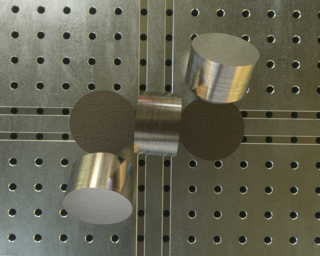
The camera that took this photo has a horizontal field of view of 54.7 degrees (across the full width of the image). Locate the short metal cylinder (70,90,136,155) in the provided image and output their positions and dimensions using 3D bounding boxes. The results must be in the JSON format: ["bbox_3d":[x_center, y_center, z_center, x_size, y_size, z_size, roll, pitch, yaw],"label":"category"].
[{"bbox_3d":[-0.069,-0.006,0.399,0.081,0.050,0.079,0,90,-1],"label":"short metal cylinder"}]

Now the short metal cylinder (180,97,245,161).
[{"bbox_3d":[0.063,0.000,0.401,0.081,0.050,0.079,0,90,-1],"label":"short metal cylinder"}]

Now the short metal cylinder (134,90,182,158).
[{"bbox_3d":[-0.003,-0.005,0.386,0.050,0.080,0.079,5,90,0],"label":"short metal cylinder"}]

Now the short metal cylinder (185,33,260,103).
[{"bbox_3d":[0.074,-0.075,0.380,0.081,0.080,0.050,9,132,-1],"label":"short metal cylinder"}]

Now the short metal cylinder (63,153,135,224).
[{"bbox_3d":[-0.072,0.075,0.379,0.081,0.050,0.079,0,134,1],"label":"short metal cylinder"}]
